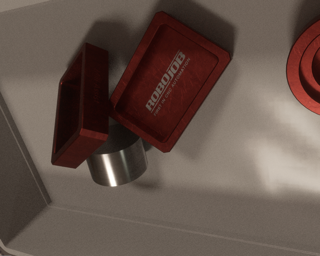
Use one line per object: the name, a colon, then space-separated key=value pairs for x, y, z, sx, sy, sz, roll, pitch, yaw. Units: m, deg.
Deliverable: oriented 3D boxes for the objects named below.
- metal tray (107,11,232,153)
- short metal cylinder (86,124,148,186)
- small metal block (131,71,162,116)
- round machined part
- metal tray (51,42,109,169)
metal tray: x=0.007 y=-0.049 z=0.344 sx=0.090 sy=0.030 sz=0.129 roll=34 pitch=110 yaw=5
short metal cylinder: x=-0.061 y=0.035 z=0.425 sx=0.080 sy=0.080 sz=0.050 roll=4 pitch=120 yaw=26
small metal block: x=-0.023 y=-0.045 z=0.391 sx=0.050 sy=0.025 sz=0.050 roll=32 pitch=128 yaw=6
round machined part: x=0.166 y=-0.060 z=0.273 sx=0.098 sy=0.042 sz=0.097 roll=13 pitch=124 yaw=20
metal tray: x=-0.097 y=-0.027 z=0.376 sx=0.030 sy=0.130 sz=0.090 roll=17 pitch=143 yaw=-33
